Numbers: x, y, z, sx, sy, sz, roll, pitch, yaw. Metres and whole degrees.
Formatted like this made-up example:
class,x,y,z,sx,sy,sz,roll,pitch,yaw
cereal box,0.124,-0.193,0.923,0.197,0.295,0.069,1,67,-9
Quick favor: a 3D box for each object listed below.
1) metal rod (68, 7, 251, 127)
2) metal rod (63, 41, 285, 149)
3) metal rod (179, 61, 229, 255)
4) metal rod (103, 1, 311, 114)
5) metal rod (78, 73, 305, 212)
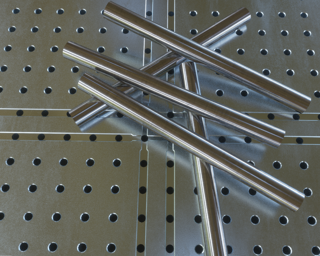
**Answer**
class,x,y,z,sx,sy,sz,roll,pitch,yaw
metal rod,0.007,-0.093,0.445,0.301,0.025,0.025,-33,74,-12
metal rod,0.011,-0.046,0.400,0.301,0.025,0.025,24,72,8
metal rod,0.055,0.051,0.393,0.025,0.025,0.299,-6,70,-2
metal rod,0.063,-0.097,0.425,0.301,0.025,0.025,26,72,0
metal rod,0.029,0.012,0.379,0.301,0.025,0.025,30,73,10
